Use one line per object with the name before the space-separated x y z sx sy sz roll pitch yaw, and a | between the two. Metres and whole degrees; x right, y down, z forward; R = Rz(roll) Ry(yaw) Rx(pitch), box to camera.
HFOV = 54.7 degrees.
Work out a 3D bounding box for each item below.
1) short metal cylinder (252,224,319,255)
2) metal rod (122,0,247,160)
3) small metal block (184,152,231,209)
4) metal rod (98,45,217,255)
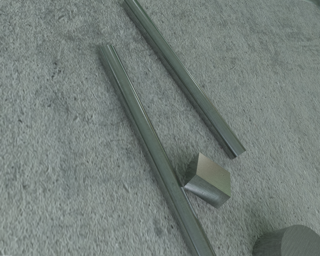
short metal cylinder | 0.161 0.164 0.377 0.081 0.050 0.080 14 56 -21
metal rod | 0.031 -0.083 0.472 0.025 0.025 0.299 -25 76 -37
small metal block | 0.060 0.065 0.387 0.050 0.025 0.050 34 28 -6
metal rod | -0.011 0.021 0.386 0.025 0.025 0.299 -14 69 -34
